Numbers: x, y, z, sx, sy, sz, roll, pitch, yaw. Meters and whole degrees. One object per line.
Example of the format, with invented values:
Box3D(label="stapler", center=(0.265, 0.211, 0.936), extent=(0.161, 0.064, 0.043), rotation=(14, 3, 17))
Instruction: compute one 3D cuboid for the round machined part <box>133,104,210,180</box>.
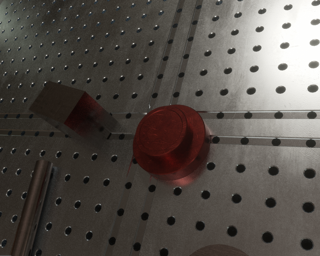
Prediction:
Box3D(label="round machined part", center=(0.009, 0.011, 0.385), extent=(0.098, 0.042, 0.098), rotation=(-13, 56, 20))

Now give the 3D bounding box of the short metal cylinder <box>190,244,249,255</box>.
Box3D(label="short metal cylinder", center=(0.059, 0.148, 0.270), extent=(0.080, 0.050, 0.080), rotation=(-13, 56, 20))

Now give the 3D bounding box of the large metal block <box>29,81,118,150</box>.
Box3D(label="large metal block", center=(-0.123, -0.018, 0.447), extent=(0.080, 0.080, 0.050), rotation=(18, 71, 34))

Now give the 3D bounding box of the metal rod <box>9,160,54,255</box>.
Box3D(label="metal rod", center=(-0.181, 0.182, 0.389), extent=(0.025, 0.025, 0.299), rotation=(-10, 57, 23))
